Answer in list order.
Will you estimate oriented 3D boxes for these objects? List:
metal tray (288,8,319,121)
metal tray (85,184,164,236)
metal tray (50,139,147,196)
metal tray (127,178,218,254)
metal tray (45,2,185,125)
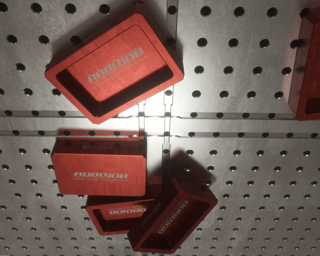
[{"bbox_3d":[0.204,-0.070,0.351,0.091,0.030,0.129,-6,130,4],"label":"metal tray"},{"bbox_3d":[-0.050,0.142,0.528,0.131,0.030,0.089,-7,130,5],"label":"metal tray"},{"bbox_3d":[-0.085,0.061,0.459,0.131,0.030,0.089,2,130,-2],"label":"metal tray"},{"bbox_3d":[0.020,0.144,0.492,0.090,0.030,0.129,23,110,-38],"label":"metal tray"},{"bbox_3d":[-0.050,-0.066,0.350,0.130,0.030,0.090,-26,126,20],"label":"metal tray"}]
